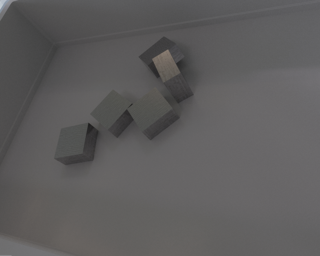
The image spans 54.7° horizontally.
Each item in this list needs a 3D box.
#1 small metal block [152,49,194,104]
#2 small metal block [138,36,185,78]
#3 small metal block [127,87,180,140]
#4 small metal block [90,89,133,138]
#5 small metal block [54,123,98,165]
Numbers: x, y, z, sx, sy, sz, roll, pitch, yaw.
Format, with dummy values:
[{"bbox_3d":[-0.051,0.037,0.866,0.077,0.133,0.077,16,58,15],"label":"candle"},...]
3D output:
[{"bbox_3d":[0.018,-0.070,0.423,0.025,0.050,0.050,-29,52,10],"label":"small metal block"},{"bbox_3d":[0.001,-0.106,0.461,0.050,0.025,0.050,-39,33,2],"label":"small metal block"},{"bbox_3d":[-0.010,-0.020,0.423,0.050,0.025,0.050,-38,51,3],"label":"small metal block"},{"bbox_3d":[-0.066,-0.022,0.454,0.050,0.025,0.050,-48,51,-6],"label":"small metal block"},{"bbox_3d":[-0.123,0.024,0.456,0.050,0.025,0.050,-11,57,22],"label":"small metal block"}]
